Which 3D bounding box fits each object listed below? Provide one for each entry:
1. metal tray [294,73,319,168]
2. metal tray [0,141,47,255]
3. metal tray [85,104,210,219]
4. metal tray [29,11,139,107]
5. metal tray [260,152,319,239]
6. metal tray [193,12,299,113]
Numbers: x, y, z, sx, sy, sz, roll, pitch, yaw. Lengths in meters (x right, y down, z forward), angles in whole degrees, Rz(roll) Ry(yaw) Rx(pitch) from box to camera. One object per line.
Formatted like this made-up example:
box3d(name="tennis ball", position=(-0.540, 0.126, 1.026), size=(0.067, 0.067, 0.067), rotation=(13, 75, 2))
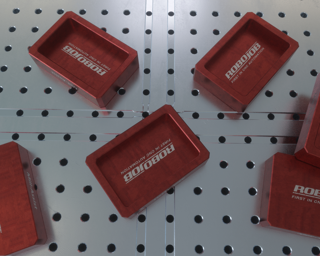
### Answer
box3d(name="metal tray", position=(0.230, -0.008, 0.380), size=(0.090, 0.030, 0.130), rotation=(22, 71, 8))
box3d(name="metal tray", position=(-0.200, 0.091, 0.375), size=(0.090, 0.030, 0.130), rotation=(-19, 71, -7))
box3d(name="metal tray", position=(-0.015, 0.041, 0.394), size=(0.131, 0.030, 0.090), rotation=(-34, 74, -12))
box3d(name="metal tray", position=(-0.107, -0.101, 0.445), size=(0.130, 0.030, 0.090), rotation=(34, 73, 11))
box3d(name="metal tray", position=(0.195, 0.088, 0.378), size=(0.131, 0.030, 0.090), rotation=(12, 70, 4))
box3d(name="metal tray", position=(0.122, -0.096, 0.444), size=(0.090, 0.030, 0.130), rotation=(40, 75, 13))
